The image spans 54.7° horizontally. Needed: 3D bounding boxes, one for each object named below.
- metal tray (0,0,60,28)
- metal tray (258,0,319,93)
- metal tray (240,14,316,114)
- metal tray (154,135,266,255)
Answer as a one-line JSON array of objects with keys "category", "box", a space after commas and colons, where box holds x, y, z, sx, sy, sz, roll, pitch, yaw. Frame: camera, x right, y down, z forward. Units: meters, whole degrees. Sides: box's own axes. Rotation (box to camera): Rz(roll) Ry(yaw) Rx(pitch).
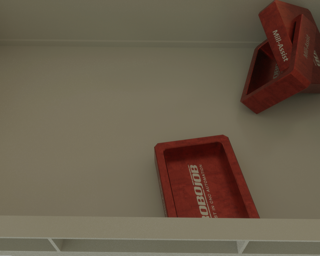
[{"category": "metal tray", "box": [-0.275, -0.255, 0.616, 0.090, 0.030, 0.130, 23, 54, 18]}, {"category": "metal tray", "box": [0.201, -0.115, 0.445, 0.091, 0.030, 0.129, -4, 72, -34]}, {"category": "metal tray", "box": [0.166, -0.090, 0.434, 0.030, 0.090, 0.130, 35, 54, -15]}, {"category": "metal tray", "box": [0.048, 0.071, 0.342, 0.091, 0.030, 0.130, -7, 50, -6]}]
